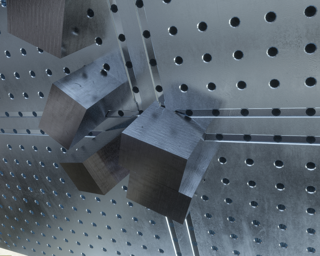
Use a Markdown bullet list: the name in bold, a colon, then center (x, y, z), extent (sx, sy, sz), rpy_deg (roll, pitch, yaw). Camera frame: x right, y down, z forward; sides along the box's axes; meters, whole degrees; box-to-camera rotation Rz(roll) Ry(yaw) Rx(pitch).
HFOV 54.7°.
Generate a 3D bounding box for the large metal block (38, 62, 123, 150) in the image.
- **large metal block**: center (-0.105, -0.030, 0.410), extent (0.050, 0.080, 0.080), rpy_deg (37, 129, 3)

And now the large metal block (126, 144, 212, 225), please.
- **large metal block**: center (0.013, 0.066, 0.409), extent (0.080, 0.080, 0.050), rpy_deg (22, 127, 14)

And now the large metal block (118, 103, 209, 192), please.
- **large metal block**: center (0.006, 0.020, 0.384), extent (0.080, 0.080, 0.050), rpy_deg (22, 126, 15)

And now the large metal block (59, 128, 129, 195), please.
- **large metal block**: center (-0.079, 0.044, 0.429), extent (0.080, 0.080, 0.050), rpy_deg (-9, 116, 53)

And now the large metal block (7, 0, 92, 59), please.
- **large metal block**: center (-0.134, -0.143, 0.375), extent (0.080, 0.050, 0.079), rpy_deg (27, 128, 10)
